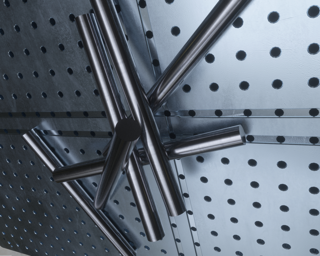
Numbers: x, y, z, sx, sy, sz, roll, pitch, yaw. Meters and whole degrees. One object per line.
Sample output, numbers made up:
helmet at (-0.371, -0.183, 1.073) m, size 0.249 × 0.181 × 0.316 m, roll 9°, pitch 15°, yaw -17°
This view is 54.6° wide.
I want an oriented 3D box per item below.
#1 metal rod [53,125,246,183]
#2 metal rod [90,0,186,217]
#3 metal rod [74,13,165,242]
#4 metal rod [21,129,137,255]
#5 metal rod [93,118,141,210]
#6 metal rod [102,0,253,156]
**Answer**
metal rod at (-0.033, 0.042, 0.432) m, size 0.300 × 0.025 × 0.025 m, roll -15°, pitch 111°, yaw 26°
metal rod at (-0.026, -0.031, 0.374) m, size 0.025 × 0.025 × 0.299 m, roll -12°, pitch 102°, yaw 33°
metal rod at (-0.049, 0.006, 0.399) m, size 0.025 × 0.025 × 0.299 m, roll -12°, pitch 100°, yaw 33°
metal rod at (-0.143, 0.127, 0.565) m, size 0.025 × 0.025 × 0.300 m, roll -29°, pitch 103°, yaw 37°
metal rod at (-0.068, 0.067, 0.424) m, size 0.025 × 0.025 × 0.299 m, roll 36°, pitch 150°, yaw 4°
metal rod at (0.001, -0.045, 0.383) m, size 0.025 × 0.025 × 0.298 m, roll 42°, pitch 129°, yaw -1°
